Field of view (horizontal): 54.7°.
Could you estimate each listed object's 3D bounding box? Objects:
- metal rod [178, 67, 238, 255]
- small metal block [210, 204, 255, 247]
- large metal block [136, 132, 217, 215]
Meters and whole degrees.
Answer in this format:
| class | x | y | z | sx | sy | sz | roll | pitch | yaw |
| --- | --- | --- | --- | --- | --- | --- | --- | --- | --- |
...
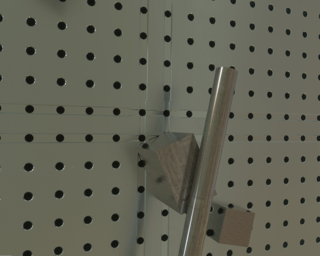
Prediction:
| class | x | y | z | sx | sy | sz | roll | pitch | yaw |
| --- | --- | --- | --- | --- | --- | --- | --- | --- | --- |
| metal rod | 0.046 | 0.079 | 0.345 | 0.025 | 0.025 | 0.298 | 14 | 85 | -20 |
| small metal block | 0.106 | 0.143 | 0.454 | 0.050 | 0.025 | 0.050 | 15 | 85 | -20 |
| large metal block | 0.018 | 0.052 | 0.391 | 0.050 | 0.080 | 0.080 | -25 | 99 | -19 |
